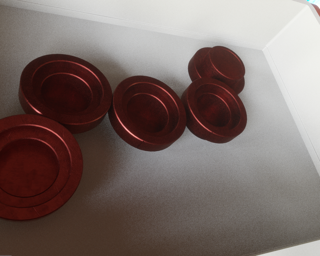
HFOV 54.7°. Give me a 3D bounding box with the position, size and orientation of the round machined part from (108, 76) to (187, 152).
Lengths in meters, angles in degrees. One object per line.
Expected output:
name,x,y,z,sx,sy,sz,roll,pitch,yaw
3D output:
round machined part,-0.019,-0.014,0.392,0.099,0.042,0.098,14,56,-23

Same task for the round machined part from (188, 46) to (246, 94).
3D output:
round machined part,0.099,-0.094,0.505,0.099,0.042,0.098,14,56,-21

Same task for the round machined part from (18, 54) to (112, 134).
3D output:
round machined part,-0.108,-0.034,0.355,0.099,0.042,0.098,15,52,-20

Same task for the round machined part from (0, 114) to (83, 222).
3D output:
round machined part,-0.127,0.039,0.296,0.099,0.042,0.098,8,67,-21

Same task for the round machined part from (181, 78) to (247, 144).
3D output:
round machined part,0.072,-0.021,0.446,0.099,0.042,0.098,14,56,-21
